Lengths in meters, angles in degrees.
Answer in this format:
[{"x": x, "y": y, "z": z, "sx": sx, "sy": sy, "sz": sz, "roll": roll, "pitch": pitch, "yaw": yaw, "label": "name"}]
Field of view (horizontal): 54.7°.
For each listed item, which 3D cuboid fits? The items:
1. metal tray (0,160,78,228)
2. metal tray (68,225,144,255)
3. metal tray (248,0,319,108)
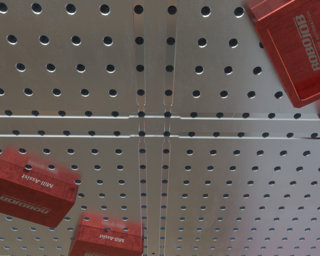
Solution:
[{"x": -0.212, "y": 0.111, "z": 0.500, "sx": 0.131, "sy": 0.030, "sz": 0.090, "roll": 26, "pitch": 125, "yaw": -21, "label": "metal tray"}, {"x": -0.108, "y": 0.240, "z": 0.612, "sx": 0.131, "sy": 0.030, "sz": 0.089, "roll": 17, "pitch": 128, "yaw": -14, "label": "metal tray"}, {"x": 0.165, "y": -0.090, "z": 0.333, "sx": 0.090, "sy": 0.030, "sz": 0.130, "roll": -27, "pitch": 126, "yaw": 21, "label": "metal tray"}]
